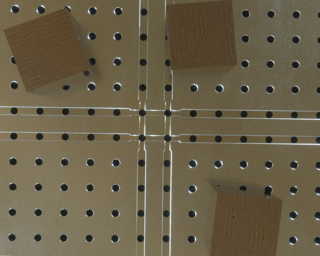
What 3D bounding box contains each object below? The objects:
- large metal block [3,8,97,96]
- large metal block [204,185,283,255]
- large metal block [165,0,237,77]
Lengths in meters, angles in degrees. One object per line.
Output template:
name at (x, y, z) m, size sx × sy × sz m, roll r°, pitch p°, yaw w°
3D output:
large metal block at (-0.137, -0.095, 0.399) m, size 0.080 × 0.050 × 0.080 m, roll -20°, pitch 90°, yaw -1°
large metal block at (0.105, 0.123, 0.402) m, size 0.081 × 0.050 × 0.079 m, roll 7°, pitch 90°, yaw -1°
large metal block at (0.051, -0.114, 0.402) m, size 0.081 × 0.050 × 0.079 m, roll -5°, pitch 90°, yaw -1°
